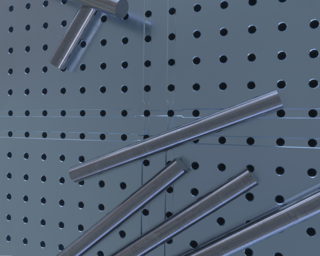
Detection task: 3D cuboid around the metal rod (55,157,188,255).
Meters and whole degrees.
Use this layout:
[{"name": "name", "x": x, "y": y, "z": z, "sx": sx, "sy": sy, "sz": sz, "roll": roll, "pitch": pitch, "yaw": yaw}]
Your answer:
[{"name": "metal rod", "x": -0.081, "y": 0.143, "z": 0.441, "sx": 0.299, "sy": 0.025, "sz": 0.025, "roll": -41, "pitch": 77, "yaw": 15}]

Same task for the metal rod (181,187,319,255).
[{"name": "metal rod", "x": 0.076, "y": 0.149, "z": 0.385, "sx": 0.300, "sy": 0.025, "sz": 0.025, "roll": -33, "pitch": 79, "yaw": 17}]

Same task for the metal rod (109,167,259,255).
[{"name": "metal rod", "x": -0.003, "y": 0.144, "z": 0.413, "sx": 0.300, "sy": 0.025, "sz": 0.025, "roll": -37, "pitch": 78, "yaw": 16}]

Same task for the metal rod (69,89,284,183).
[{"name": "metal rod", "x": 0.007, "y": 0.017, "z": 0.410, "sx": 0.300, "sy": 0.025, "sz": 0.025, "roll": -21, "pitch": 83, "yaw": 18}]

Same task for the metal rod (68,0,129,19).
[{"name": "metal rod", "x": -0.169, "y": -0.214, "z": 0.455, "sx": 0.300, "sy": 0.025, "sz": 0.025, "roll": 27, "pitch": 99, "yaw": 24}]

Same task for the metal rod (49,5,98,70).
[{"name": "metal rod", "x": -0.073, "y": -0.216, "z": 0.438, "sx": 0.025, "sy": 0.025, "sz": 0.299, "roll": 38, "pitch": 102, "yaw": 16}]
